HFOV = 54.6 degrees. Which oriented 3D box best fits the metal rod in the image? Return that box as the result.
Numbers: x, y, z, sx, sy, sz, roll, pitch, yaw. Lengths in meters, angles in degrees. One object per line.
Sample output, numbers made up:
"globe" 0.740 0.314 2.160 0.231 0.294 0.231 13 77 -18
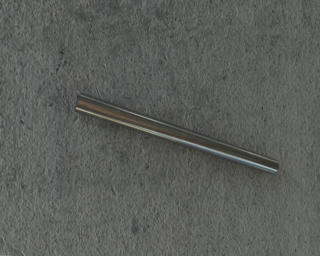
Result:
"metal rod" 0.036 0.014 0.421 0.302 0.025 0.025 18 84 -19
